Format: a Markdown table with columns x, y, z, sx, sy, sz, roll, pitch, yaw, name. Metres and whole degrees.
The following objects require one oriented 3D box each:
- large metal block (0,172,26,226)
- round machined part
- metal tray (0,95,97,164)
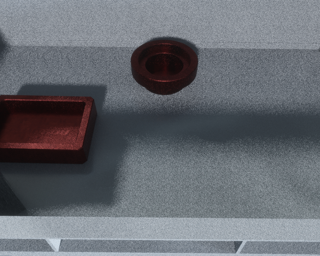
| x | y | z | sx | sy | sz | roll | pitch | yaw | name |
| --- | --- | --- | --- | --- | --- | --- | --- | --- | --- |
| -0.195 | 0.071 | 0.308 | 0.080 | 0.080 | 0.050 | -34 | 58 | -26 | large metal block |
| 0.007 | -0.087 | 0.468 | 0.099 | 0.042 | 0.098 | 0 | 50 | 0 | round machined part |
| -0.155 | 0.000 | 0.399 | 0.131 | 0.030 | 0.090 | 1 | 50 | 0 | metal tray |
